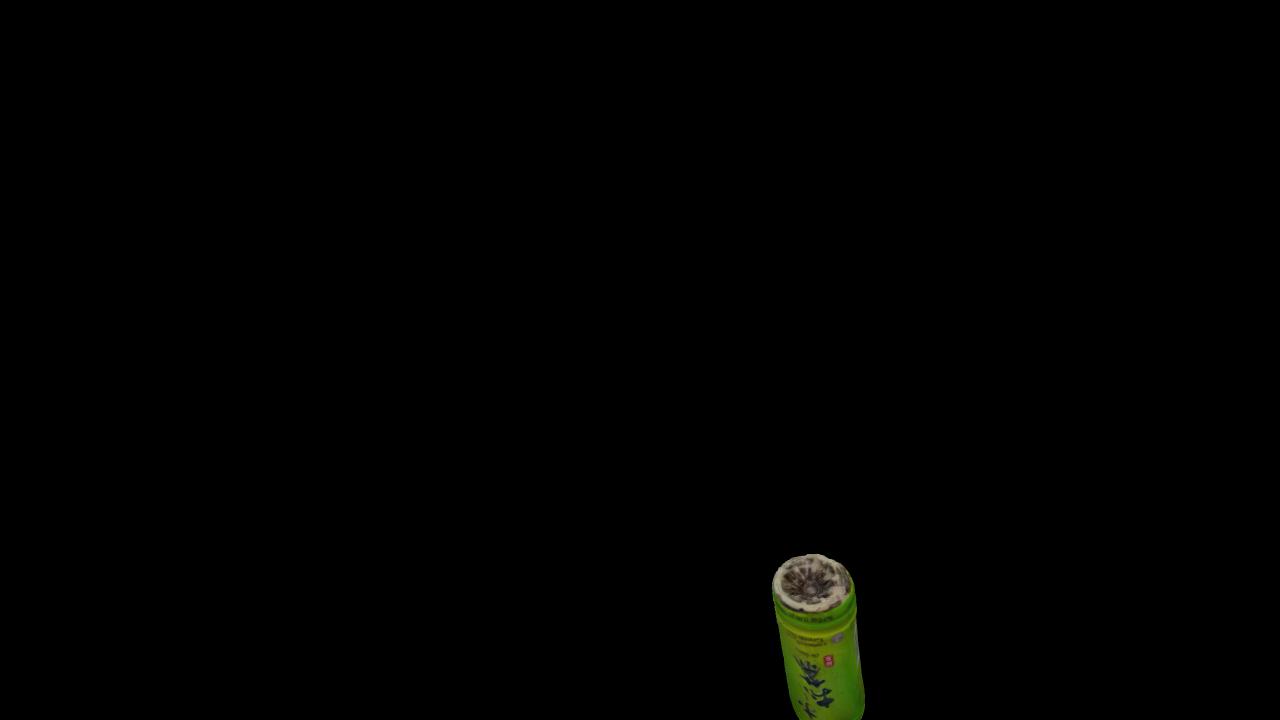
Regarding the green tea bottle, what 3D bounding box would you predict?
[{"bbox_3d":[0.168,0.279,0.560,0.073,0.212,0.073,-13,22,5],"label":"green tea bottle"}]
